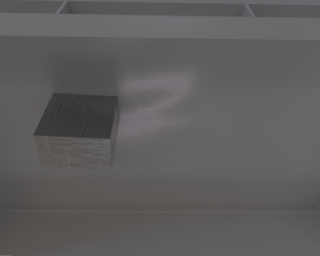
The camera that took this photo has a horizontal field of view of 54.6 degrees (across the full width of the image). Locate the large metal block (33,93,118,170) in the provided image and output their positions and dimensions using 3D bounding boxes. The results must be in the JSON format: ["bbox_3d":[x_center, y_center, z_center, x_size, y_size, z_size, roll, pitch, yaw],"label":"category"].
[{"bbox_3d":[-0.095,0.003,0.374,0.080,0.080,0.050,3,130,-3],"label":"large metal block"}]
